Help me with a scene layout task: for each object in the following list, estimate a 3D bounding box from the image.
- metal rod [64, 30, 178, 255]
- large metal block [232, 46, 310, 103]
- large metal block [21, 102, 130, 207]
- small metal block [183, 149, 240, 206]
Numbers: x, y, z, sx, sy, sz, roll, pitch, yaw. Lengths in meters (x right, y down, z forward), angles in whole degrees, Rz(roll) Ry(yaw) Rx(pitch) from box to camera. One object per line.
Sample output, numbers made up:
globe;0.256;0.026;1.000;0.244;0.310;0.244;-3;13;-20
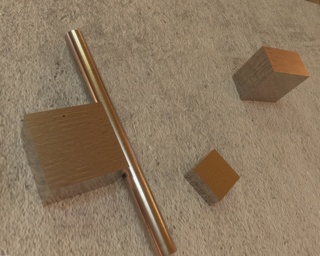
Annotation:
metal rod;-0.054;0.005;0.370;0.025;0.025;0.299;-13;69;-34
large metal block;0.184;-0.087;0.520;0.081;0.080;0.050;1;61;-28
large metal block;-0.090;0.025;0.324;0.081;0.050;0.080;-14;69;-34
small metal block;0.068;0.063;0.401;0.050;0.025;0.050;49;51;6
